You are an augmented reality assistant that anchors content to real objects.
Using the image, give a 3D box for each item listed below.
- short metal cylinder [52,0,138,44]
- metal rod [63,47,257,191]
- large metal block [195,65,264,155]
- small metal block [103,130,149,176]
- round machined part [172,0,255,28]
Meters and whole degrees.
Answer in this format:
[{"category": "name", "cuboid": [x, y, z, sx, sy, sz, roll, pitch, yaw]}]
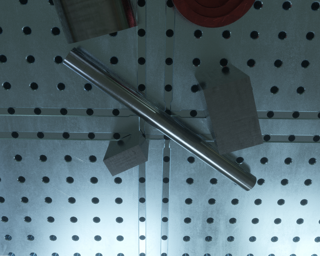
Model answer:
[{"category": "short metal cylinder", "cuboid": [-0.069, -0.127, 0.336, 0.080, 0.080, 0.050, -13, 110, 4]}, {"category": "metal rod", "cuboid": [0.009, -0.005, 0.411, 0.301, 0.025, 0.025, 35, 106, -13]}, {"category": "large metal block", "cuboid": [0.081, -0.025, 0.376, 0.050, 0.080, 0.080, -16, 110, 5]}, {"category": "small metal block", "cuboid": [-0.044, 0.033, 0.412, 0.050, 0.050, 0.025, -25, 109, 8]}, {"category": "round machined part", "cuboid": [0.058, -0.164, 0.345, 0.099, 0.042, 0.097, 0, 110, -1]}]
